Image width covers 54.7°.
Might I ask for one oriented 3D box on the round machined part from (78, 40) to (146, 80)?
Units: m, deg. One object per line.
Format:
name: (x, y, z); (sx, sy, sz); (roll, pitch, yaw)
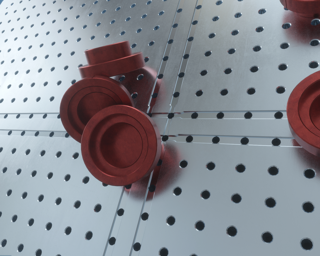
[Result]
round machined part: (-0.075, -0.103, 0.464); (0.099, 0.042, 0.098); (-12, 17, 4)

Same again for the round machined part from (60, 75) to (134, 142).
round machined part: (-0.084, -0.025, 0.432); (0.098, 0.098, 0.042); (-30, 16, 9)

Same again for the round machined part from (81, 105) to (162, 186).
round machined part: (-0.045, 0.022, 0.390); (0.098, 0.042, 0.097); (-1, 85, 15)

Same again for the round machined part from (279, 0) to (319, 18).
round machined part: (0.206, -0.183, 0.402); (0.098, 0.042, 0.098); (-13, 56, 20)

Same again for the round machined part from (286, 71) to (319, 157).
round machined part: (0.181, -0.011, 0.309); (0.098, 0.042, 0.098); (-13, 56, 20)
